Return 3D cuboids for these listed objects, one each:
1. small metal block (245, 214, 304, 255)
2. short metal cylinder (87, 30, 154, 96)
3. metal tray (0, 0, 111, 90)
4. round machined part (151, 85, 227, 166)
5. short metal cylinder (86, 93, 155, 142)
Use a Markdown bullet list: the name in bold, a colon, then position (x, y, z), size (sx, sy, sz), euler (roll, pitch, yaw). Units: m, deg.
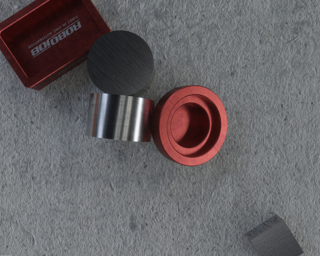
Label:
- **small metal block**: position (0.151, 0.153, 0.411), size (0.050, 0.025, 0.050), euler (-32, 90, 0)
- **short metal cylinder**: position (-0.048, -0.078, 0.397), size (0.081, 0.050, 0.080), euler (0, 90, 0)
- **metal tray**: position (-0.138, -0.121, 0.406), size (0.130, 0.030, 0.090), euler (-33, 90, 0)
- **round machined part**: position (0.033, -0.004, 0.389), size (0.099, 0.042, 0.097), euler (-3, 96, -27)
- **short metal cylinder**: position (-0.048, -0.012, 0.382), size (0.080, 0.080, 0.050), euler (6, 90, 0)
